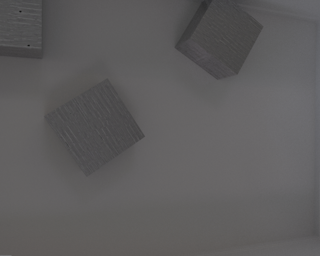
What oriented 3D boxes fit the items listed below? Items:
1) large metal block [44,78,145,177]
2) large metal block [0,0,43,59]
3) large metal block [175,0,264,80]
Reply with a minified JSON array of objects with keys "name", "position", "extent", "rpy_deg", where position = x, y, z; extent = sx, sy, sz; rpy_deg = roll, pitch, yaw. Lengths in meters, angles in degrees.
[{"name":"large metal block","position":[-0.078,-0.001,0.368],"extent":[0.080,0.050,0.080],"rpy_deg":[-35,102,-17]},{"name":"large metal block","position":[-0.170,-0.122,0.334],"extent":[0.081,0.050,0.080],"rpy_deg":[0,90,-20]},{"name":"large metal block","position":[0.081,-0.125,0.427],"extent":[0.080,0.050,0.080],"rpy_deg":[33,79,-17]}]
